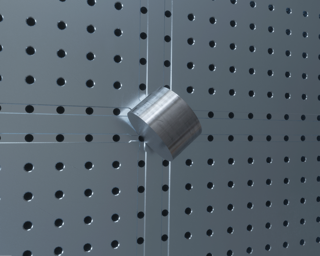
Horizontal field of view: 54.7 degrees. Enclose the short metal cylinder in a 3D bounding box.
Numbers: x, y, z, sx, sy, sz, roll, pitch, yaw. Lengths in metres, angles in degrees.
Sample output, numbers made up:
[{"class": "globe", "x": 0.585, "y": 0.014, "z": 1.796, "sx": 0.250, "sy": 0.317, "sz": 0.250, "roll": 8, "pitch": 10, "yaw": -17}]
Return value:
[{"class": "short metal cylinder", "x": 0.005, "y": -0.005, "z": 0.386, "sx": 0.050, "sy": 0.080, "sz": 0.080, "roll": -42, "pitch": 104, "yaw": -15}]
